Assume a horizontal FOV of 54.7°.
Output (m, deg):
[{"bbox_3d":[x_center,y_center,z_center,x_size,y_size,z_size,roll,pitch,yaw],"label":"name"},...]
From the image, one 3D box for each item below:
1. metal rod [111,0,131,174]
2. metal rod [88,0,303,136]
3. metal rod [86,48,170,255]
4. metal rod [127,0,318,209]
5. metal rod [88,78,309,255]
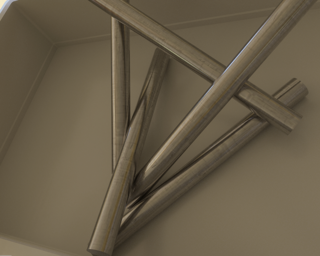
[{"bbox_3d":[-0.052,-0.090,0.409,0.025,0.025,0.298,-3,86,27],"label":"metal rod"},{"bbox_3d":[0.024,-0.090,0.359,0.300,0.025,0.025,38,83,16],"label":"metal rod"},{"bbox_3d":[-0.028,0.004,0.389,0.025,0.025,0.300,-5,51,26],"label":"metal rod"},{"bbox_3d":[0.050,-0.021,0.326,0.299,0.025,0.025,-51,49,19],"label":"metal rod"},{"bbox_3d":[0.042,0.047,0.354,0.300,0.025,0.025,-39,51,1],"label":"metal rod"}]
